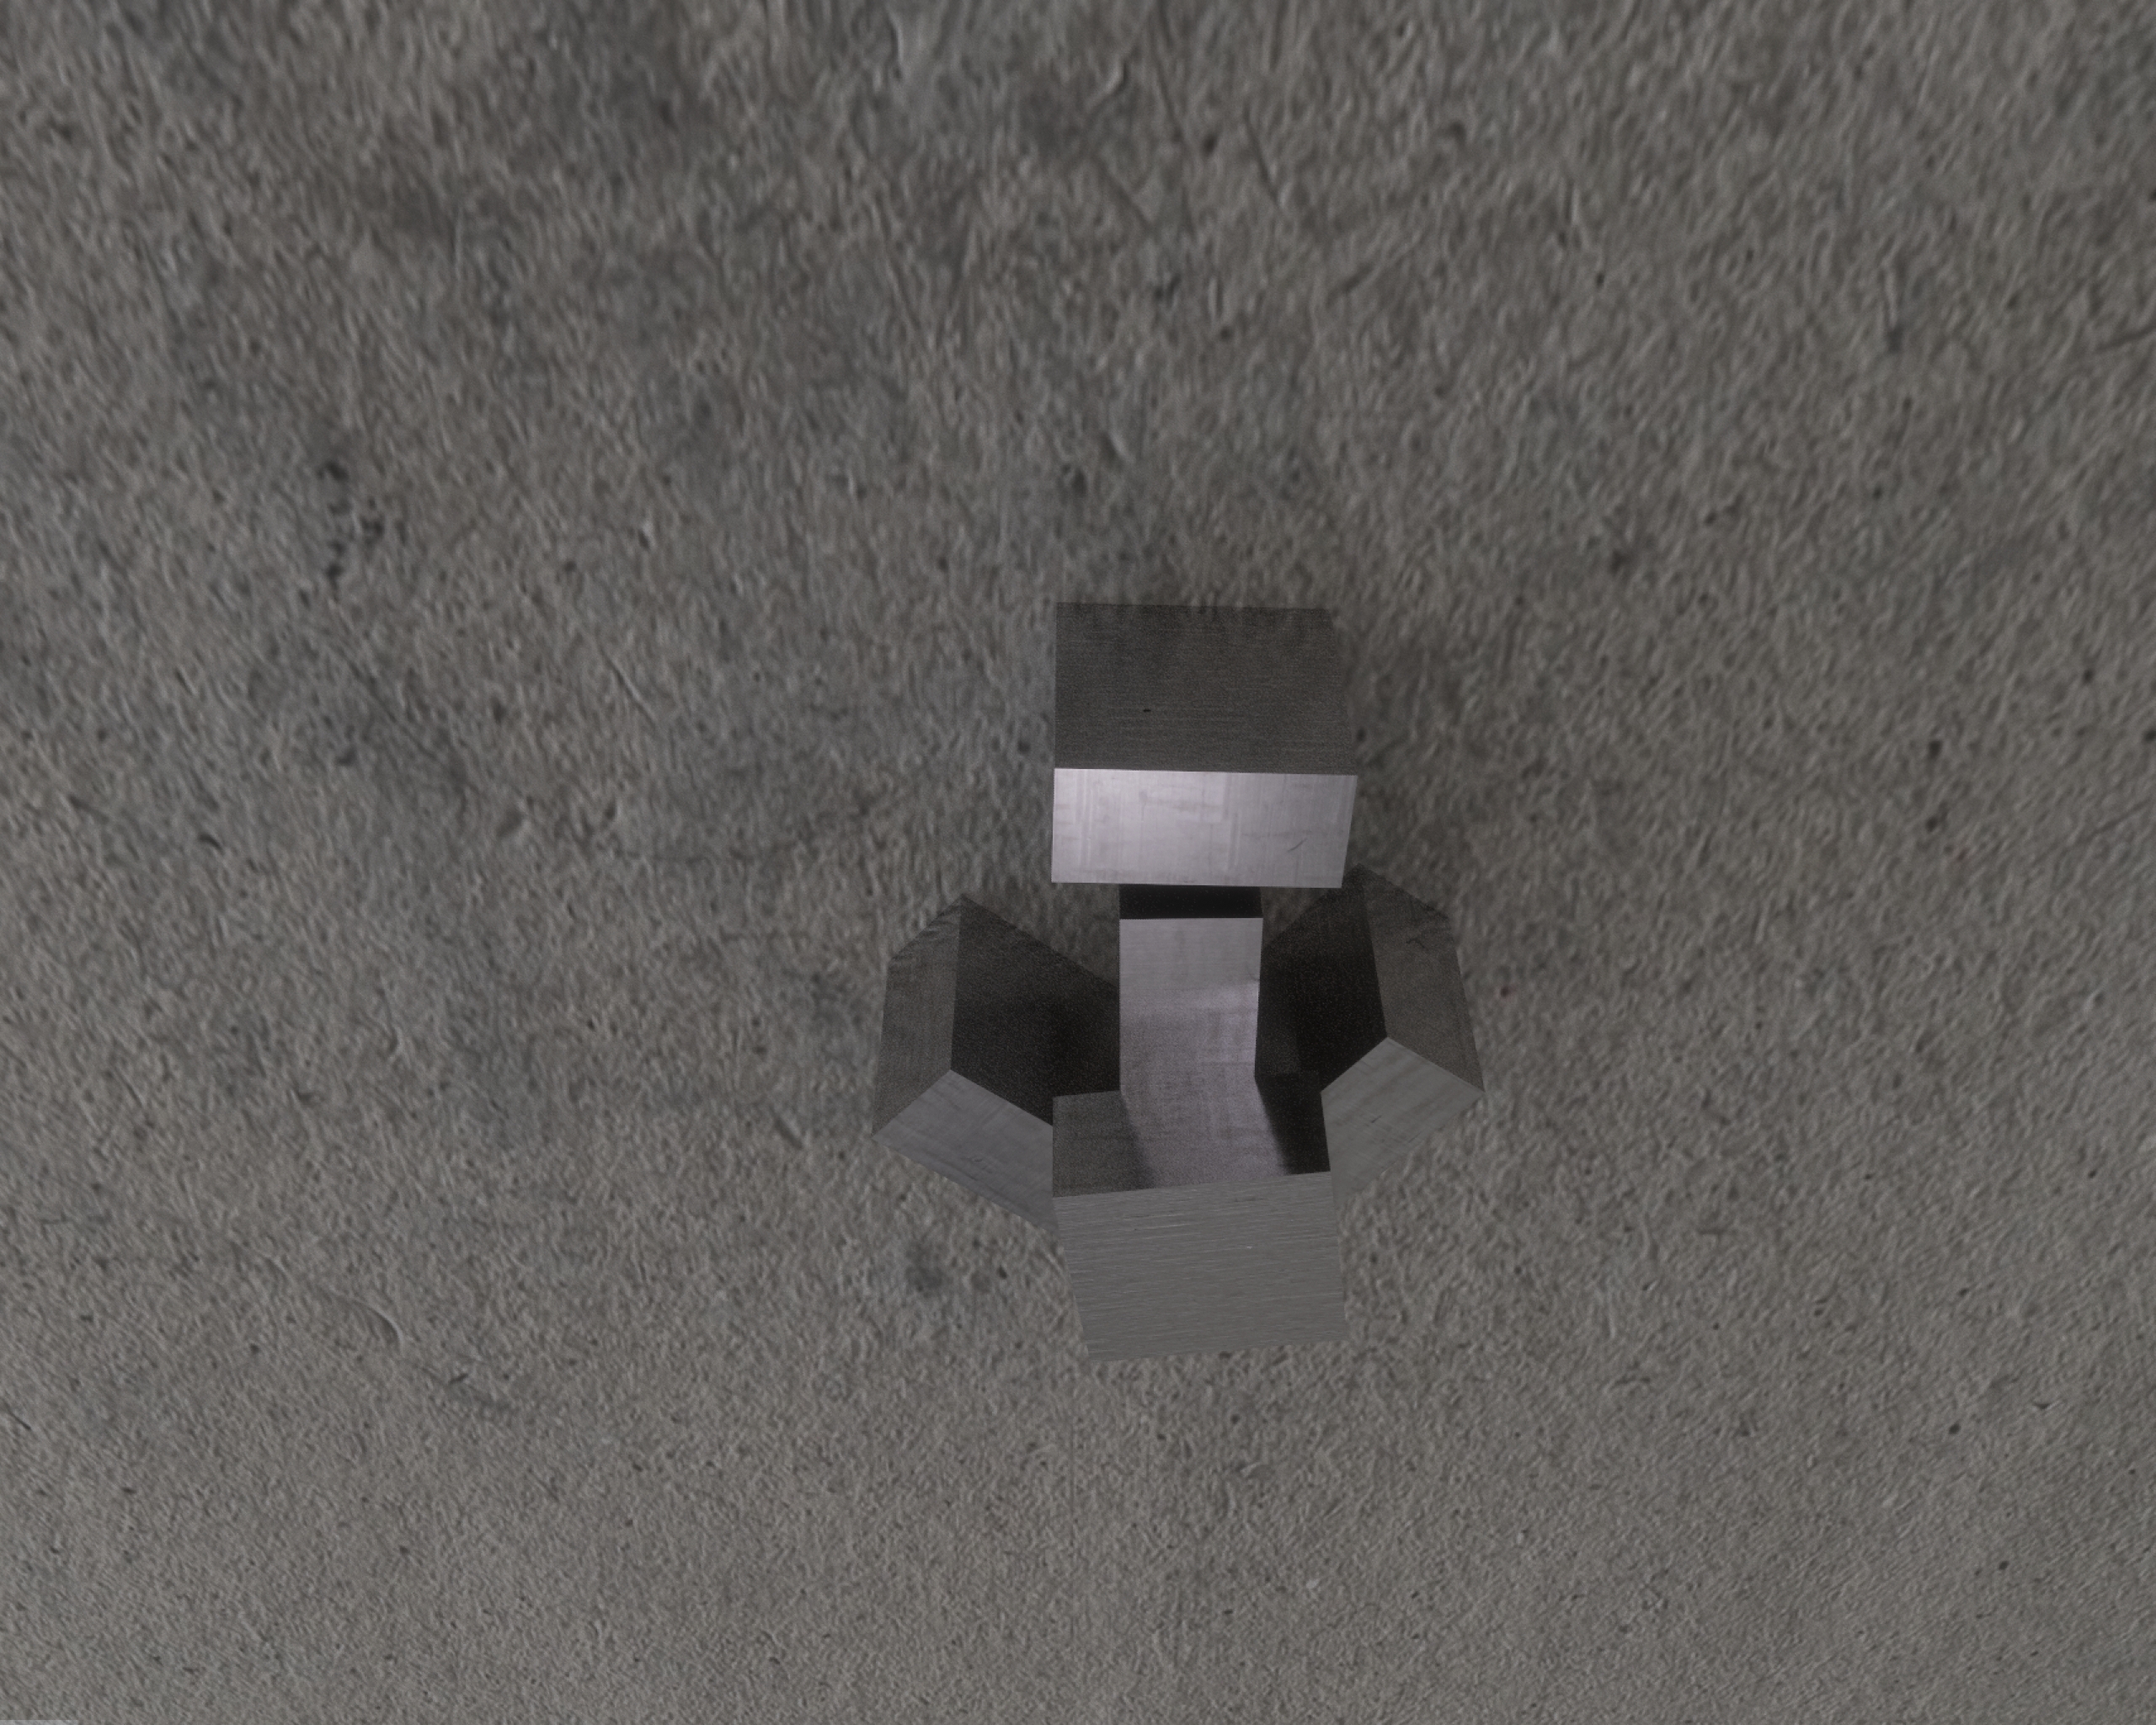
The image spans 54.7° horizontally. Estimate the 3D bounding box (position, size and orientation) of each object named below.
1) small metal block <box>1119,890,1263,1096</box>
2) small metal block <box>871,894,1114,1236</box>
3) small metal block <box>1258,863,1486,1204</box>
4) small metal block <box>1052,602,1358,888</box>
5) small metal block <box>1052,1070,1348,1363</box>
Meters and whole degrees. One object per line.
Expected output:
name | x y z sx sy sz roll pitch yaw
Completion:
small metal block | 0.020 0.013 0.402 0.025 0.050 0.050 -1 130 0
small metal block | -0.013 0.042 0.426 0.050 0.050 0.025 32 123 -25
small metal block | 0.052 0.037 0.423 0.025 0.050 0.050 30 124 -23
small metal block | 0.021 -0.022 0.372 0.050 0.050 0.025 1 130 -1
small metal block | 0.024 0.069 0.400 0.050 0.025 0.050 -6 130 5
